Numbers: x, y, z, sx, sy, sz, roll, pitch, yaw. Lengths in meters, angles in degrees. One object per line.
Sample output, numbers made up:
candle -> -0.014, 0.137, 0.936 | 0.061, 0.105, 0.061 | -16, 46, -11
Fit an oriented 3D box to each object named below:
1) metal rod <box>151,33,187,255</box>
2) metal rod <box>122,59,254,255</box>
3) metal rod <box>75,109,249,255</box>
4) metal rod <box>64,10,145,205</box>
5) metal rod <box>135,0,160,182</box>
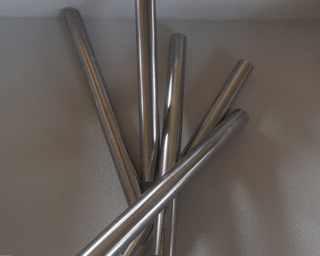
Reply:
metal rod -> 0.015, 0.001, 0.391 | 0.025, 0.025, 0.299 | 5, 63, 1
metal rod -> 0.044, 0.030, 0.399 | 0.025, 0.025, 0.300 | 30, 72, 10
metal rod -> 0.015, 0.056, 0.324 | 0.025, 0.025, 0.302 | 42, 50, 13
metal rod -> -0.080, -0.039, 0.422 | 0.025, 0.025, 0.299 | -20, 71, -7
metal rod -> -0.015, -0.084, 0.374 | 0.025, 0.025, 0.298 | -2, 95, -1
